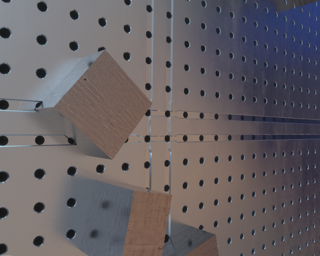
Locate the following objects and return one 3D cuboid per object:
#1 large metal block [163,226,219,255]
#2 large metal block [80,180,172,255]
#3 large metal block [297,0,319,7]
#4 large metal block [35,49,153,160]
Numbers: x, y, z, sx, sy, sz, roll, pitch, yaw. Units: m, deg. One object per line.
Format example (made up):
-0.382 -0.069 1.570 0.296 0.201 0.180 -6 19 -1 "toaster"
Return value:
0.036 0.193 0.423 0.081 0.050 0.080 -16 100 -39 "large metal block"
-0.039 0.105 0.340 0.050 0.080 0.080 17 80 -39 "large metal block"
0.326 -0.321 0.663 0.080 0.050 0.080 -45 117 -30 "large metal block"
-0.068 -0.024 0.335 0.080 0.050 0.080 48 62 -29 "large metal block"
